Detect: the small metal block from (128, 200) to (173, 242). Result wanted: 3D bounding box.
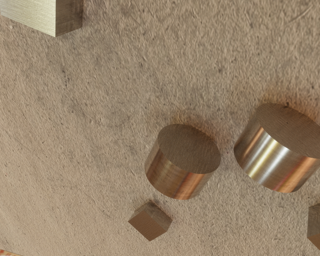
[{"bbox_3d":[-0.016,0.153,0.508,0.050,0.025,0.050,43,129,-2],"label":"small metal block"}]

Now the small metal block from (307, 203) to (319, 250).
[{"bbox_3d":[0.200,0.122,0.361,0.050,0.050,0.025,45,129,-3],"label":"small metal block"}]

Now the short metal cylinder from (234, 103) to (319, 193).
[{"bbox_3d":[0.124,0.019,0.317,0.080,0.080,0.050,29,128,9],"label":"short metal cylinder"}]

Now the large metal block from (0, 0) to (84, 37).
[{"bbox_3d":[-0.137,-0.163,0.360,0.080,0.050,0.079,24,127,13],"label":"large metal block"}]

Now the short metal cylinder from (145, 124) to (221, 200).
[{"bbox_3d":[0.027,0.040,0.381,0.080,0.080,0.050,31,128,8],"label":"short metal cylinder"}]
